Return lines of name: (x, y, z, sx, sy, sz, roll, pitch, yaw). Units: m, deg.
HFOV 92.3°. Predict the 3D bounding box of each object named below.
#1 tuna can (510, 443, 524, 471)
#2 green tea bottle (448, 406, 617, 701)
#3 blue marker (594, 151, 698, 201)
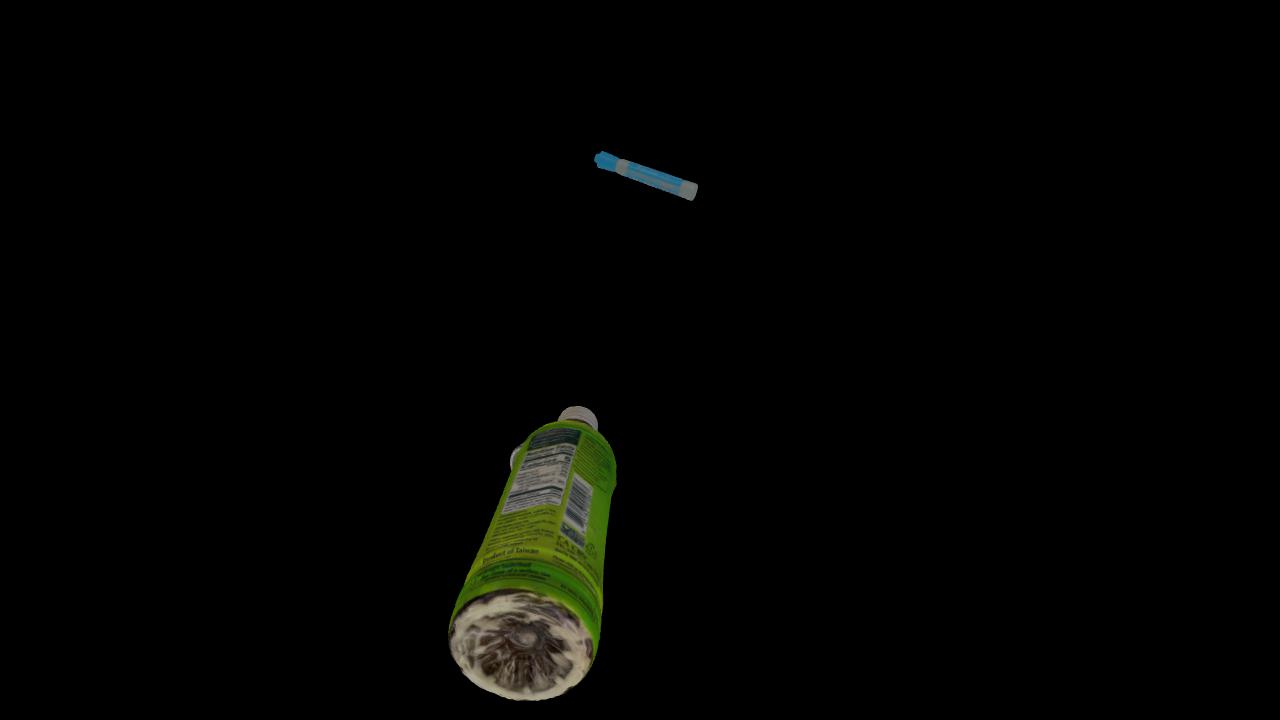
tuna can: (-0.126, 0.140, 0.785, 0.084, 0.084, 0.034, 0, 21, 36)
green tea bottle: (-0.049, 0.088, 0.367, 0.073, 0.073, 0.212, 0, 24, 4)
blue marker: (0.005, -0.203, 0.674, 0.121, 0.020, 0.020, 23, 5, 13)
